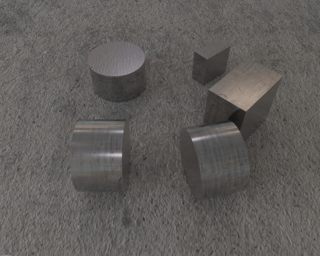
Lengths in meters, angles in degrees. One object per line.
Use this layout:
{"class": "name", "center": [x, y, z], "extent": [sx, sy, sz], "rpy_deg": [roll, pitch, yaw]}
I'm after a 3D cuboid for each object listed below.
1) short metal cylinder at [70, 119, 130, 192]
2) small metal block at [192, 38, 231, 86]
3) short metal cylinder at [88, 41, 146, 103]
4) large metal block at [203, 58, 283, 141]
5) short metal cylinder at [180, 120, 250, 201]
{"class": "short metal cylinder", "center": [-0.062, 0.030, 0.342], "extent": [0.050, 0.080, 0.080], "rpy_deg": [0, 50, 0]}
{"class": "small metal block", "center": [0.077, -0.100, 0.472], "extent": [0.050, 0.050, 0.025], "rpy_deg": [-33, 58, -25]}
{"class": "short metal cylinder", "center": [-0.061, -0.083, 0.457], "extent": [0.081, 0.050, 0.080], "rpy_deg": [0, 50, 0]}
{"class": "large metal block", "center": [0.101, -0.028, 0.392], "extent": [0.050, 0.080, 0.080], "rpy_deg": [36, 59, 26]}
{"class": "short metal cylinder", "center": [0.057, 0.034, 0.339], "extent": [0.050, 0.080, 0.080], "rpy_deg": [-10, 51, -8]}
